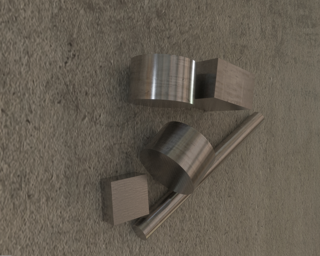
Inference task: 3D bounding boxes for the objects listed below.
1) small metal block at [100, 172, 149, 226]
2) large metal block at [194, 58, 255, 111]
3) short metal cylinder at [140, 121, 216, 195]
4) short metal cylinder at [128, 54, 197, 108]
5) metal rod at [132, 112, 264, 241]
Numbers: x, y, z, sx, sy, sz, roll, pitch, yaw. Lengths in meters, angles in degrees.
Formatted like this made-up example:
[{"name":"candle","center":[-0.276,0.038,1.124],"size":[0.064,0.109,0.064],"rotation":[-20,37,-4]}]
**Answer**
[{"name":"small metal block","center":[-0.042,0.083,0.372],"size":[0.050,0.025,0.050],"rotation":[-6,94,-40]},{"name":"large metal block","center":[0.073,-0.056,0.432],"size":[0.081,0.080,0.050],"rotation":[11,83,-40]},{"name":"short metal cylinder","center":[0.022,0.038,0.389],"size":[0.050,0.080,0.080],"rotation":[-49,119,-29]},{"name":"short metal cylinder","center":[0.003,-0.054,0.373],"size":[0.081,0.080,0.050],"rotation":[6,87,-40]},{"name":"metal rod","center":[0.075,0.056,0.469],"size":[0.302,0.025,0.025],"rotation":[-36,113,-34]}]
